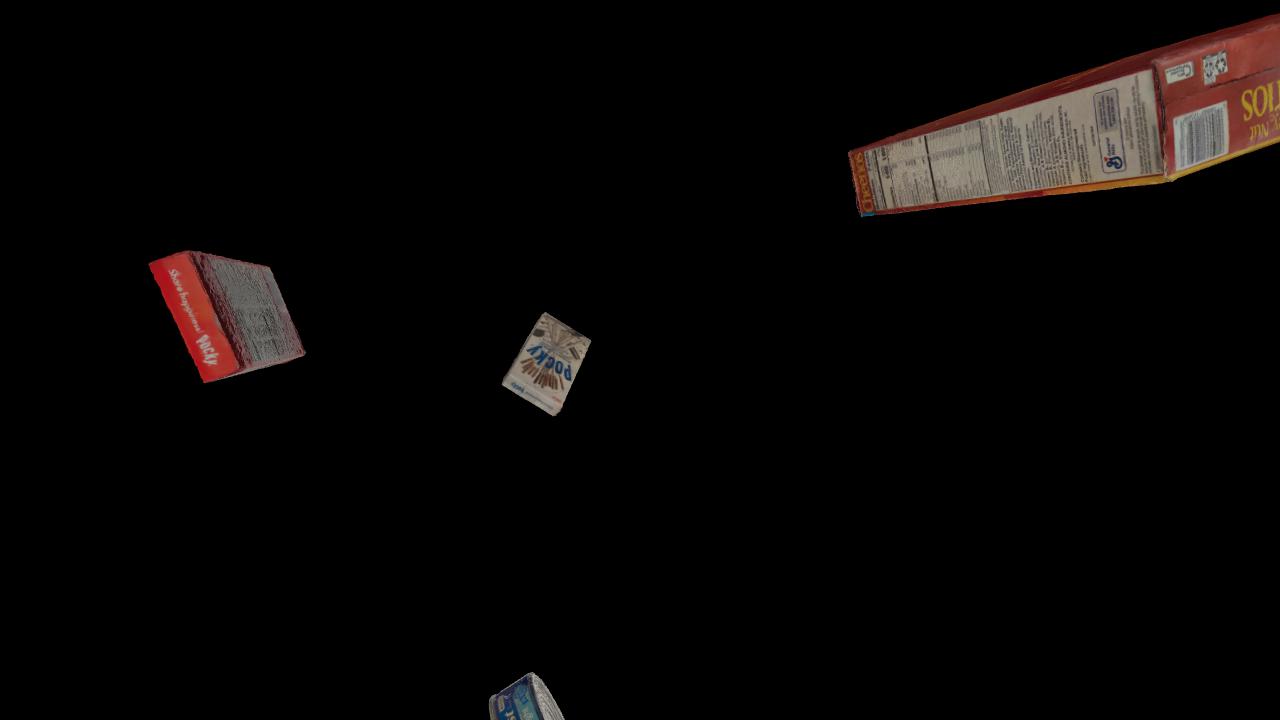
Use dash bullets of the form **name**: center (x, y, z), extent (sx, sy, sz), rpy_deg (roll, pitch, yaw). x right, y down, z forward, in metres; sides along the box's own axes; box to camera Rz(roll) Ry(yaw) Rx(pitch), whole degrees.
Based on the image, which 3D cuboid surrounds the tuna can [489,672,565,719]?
- **tuna can**: center (-0.070, 0.266, 0.429), extent (0.034, 0.084, 0.084), rpy_deg (-29, 7, -13)

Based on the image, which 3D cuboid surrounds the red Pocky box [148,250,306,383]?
- **red Pocky box**: center (-0.296, -0.033, 0.456), extent (0.028, 0.083, 0.155), rpy_deg (-19, 9, -12)

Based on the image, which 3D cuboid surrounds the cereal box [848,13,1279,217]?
- **cereal box**: center (0.349, -0.190, 0.510), extent (0.203, 0.081, 0.306), rpy_deg (-20, 13, -12)

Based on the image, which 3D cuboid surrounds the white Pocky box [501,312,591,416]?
- **white Pocky box**: center (-0.126, 0.002, 0.851), extent (0.084, 0.028, 0.154), rpy_deg (33, 36, -12)
